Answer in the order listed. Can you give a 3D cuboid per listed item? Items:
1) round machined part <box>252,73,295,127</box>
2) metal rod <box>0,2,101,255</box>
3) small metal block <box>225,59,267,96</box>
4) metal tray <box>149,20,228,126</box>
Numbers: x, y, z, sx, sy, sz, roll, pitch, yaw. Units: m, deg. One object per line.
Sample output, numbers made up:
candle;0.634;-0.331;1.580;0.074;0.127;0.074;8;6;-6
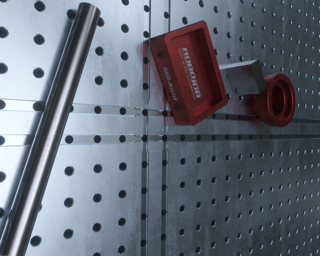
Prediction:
round machined part;0.208;-0.050;0.576;0.099;0.042;0.097;0;90;-40
metal rod;-0.114;0.010;0.314;0.025;0.025;0.299;23;75;-38
small metal block;0.143;-0.083;0.516;0.025;0.050;0.050;-33;111;-35
metal tray;0.045;-0.079;0.445;0.091;0.030;0.129;-31;110;-36
